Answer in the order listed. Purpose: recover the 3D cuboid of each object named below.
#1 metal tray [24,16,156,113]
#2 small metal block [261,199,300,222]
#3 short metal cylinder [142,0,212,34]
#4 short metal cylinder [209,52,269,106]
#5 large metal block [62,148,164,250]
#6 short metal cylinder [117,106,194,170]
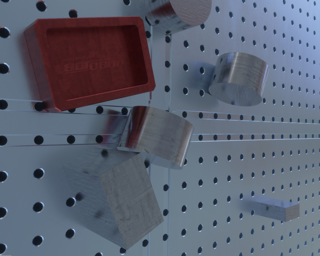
[{"bbox_3d":[-0.070,-0.074,0.346,0.131,0.030,0.089,-18,102,-38],"label":"metal tray"},{"bbox_3d":[0.226,0.154,0.582,0.050,0.050,0.025,0,90,-40],"label":"small metal block"},{"bbox_3d":[0.023,-0.170,0.411,0.081,0.050,0.080,0,90,-40],"label":"short metal cylinder"},{"bbox_3d":[0.120,-0.072,0.474,0.080,0.080,0.050,28,73,-37],"label":"short metal cylinder"},{"bbox_3d":[-0.051,0.070,0.331,0.050,0.080,0.080,-28,108,-36],"label":"large metal block"},{"bbox_3d":[-0.005,0.013,0.369,0.080,0.080,0.050,29,73,-37],"label":"short metal cylinder"}]
